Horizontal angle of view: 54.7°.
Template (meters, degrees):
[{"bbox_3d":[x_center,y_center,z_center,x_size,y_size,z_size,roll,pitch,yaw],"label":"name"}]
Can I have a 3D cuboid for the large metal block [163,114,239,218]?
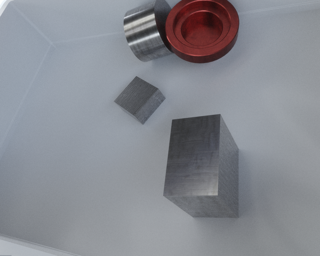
[{"bbox_3d":[0.047,0.043,0.319,0.050,0.080,0.080,-6,59,25],"label":"large metal block"}]

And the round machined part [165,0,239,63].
[{"bbox_3d":[0.059,-0.133,0.432,0.098,0.042,0.098,-3,72,9],"label":"round machined part"}]

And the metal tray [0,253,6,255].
[{"bbox_3d":[-0.179,0.201,0.350,0.130,0.030,0.089,7,90,31],"label":"metal tray"}]

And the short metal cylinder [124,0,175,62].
[{"bbox_3d":[-0.010,-0.144,0.460,0.050,0.080,0.080,-11,57,28],"label":"short metal cylinder"}]

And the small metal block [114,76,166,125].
[{"bbox_3d":[-0.029,-0.040,0.444,0.050,0.025,0.050,35,81,38],"label":"small metal block"}]
